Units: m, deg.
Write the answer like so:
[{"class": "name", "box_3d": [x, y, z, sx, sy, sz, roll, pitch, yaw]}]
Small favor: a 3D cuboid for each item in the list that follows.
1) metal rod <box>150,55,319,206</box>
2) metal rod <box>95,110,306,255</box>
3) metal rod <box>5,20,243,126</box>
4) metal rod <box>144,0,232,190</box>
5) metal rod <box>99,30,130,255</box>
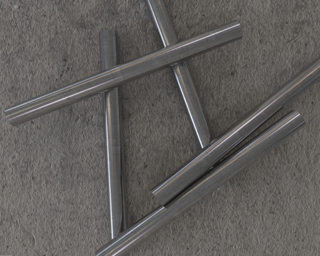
[{"class": "metal rod", "box_3d": [0.114, -0.006, 0.392, 0.301, 0.025, 0.025, -37, 90, -8]}, {"class": "metal rod", "box_3d": [0.050, 0.075, 0.384, 0.301, 0.025, 0.025, -36, 90, 0]}, {"class": "metal rod", "box_3d": [-0.043, -0.068, 0.383, 0.301, 0.025, 0.025, -21, 90, 0]}, {"class": "metal rod", "box_3d": [0.032, -0.063, 0.409, 0.025, 0.025, 0.299, -20, 90, 0]}, {"class": "metal rod", "box_3d": [-0.060, 0.023, 0.409, 0.025, 0.025, 0.298, -3, 90, 0]}]
